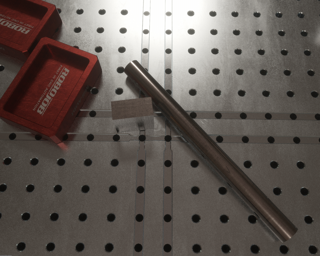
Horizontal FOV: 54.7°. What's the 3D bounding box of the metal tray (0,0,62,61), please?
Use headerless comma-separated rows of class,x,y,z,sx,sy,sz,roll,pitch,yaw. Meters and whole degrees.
metal tray,-0.229,-0.161,0.464,0.131,0.030,0.090,22,71,7

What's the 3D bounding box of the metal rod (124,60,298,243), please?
metal rod,0.056,0.020,0.405,0.025,0.025,0.300,-39,75,-13

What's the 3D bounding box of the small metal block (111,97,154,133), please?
small metal block,-0.034,-0.016,0.404,0.050,0.050,0.025,-7,71,-3

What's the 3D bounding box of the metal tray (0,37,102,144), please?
metal tray,-0.150,-0.054,0.427,0.090,0.030,0.130,22,71,7
